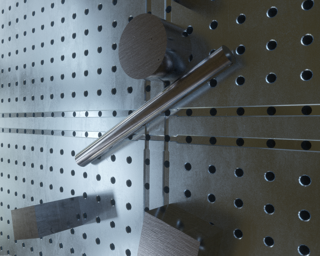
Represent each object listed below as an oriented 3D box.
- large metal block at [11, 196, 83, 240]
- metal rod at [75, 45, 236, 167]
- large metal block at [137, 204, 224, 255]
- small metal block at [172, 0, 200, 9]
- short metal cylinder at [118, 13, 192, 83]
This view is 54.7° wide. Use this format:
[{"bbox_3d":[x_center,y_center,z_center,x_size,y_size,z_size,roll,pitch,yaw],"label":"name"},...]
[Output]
[{"bbox_3d":[-0.193,0.154,0.530,0.080,0.081,0.050,-19,78,38],"label":"large metal block"},{"bbox_3d":[-0.026,-0.015,0.428,0.299,0.025,0.025,-33,70,34],"label":"metal rod"},{"bbox_3d":[0.021,0.149,0.374,0.080,0.050,0.079,17,101,38],"label":"large metal block"},{"bbox_3d":[0.022,-0.178,0.373,0.025,0.050,0.050,-32,71,35],"label":"small metal block"},{"bbox_3d":[-0.007,-0.099,0.397,0.080,0.050,0.079,0,90,39],"label":"short metal cylinder"}]
